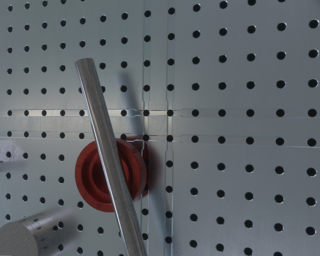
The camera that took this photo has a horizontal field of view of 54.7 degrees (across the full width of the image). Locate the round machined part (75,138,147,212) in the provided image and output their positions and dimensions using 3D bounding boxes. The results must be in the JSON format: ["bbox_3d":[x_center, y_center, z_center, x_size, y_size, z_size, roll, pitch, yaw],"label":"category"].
[{"bbox_3d":[-0.063,0.062,0.426,0.098,0.042,0.097,0,90,20],"label":"round machined part"}]

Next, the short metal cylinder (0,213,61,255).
[{"bbox_3d":[-0.200,0.176,0.470,0.080,0.050,0.080,0,90,20],"label":"short metal cylinder"}]

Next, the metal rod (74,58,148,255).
[{"bbox_3d":[-0.057,0.057,0.387,0.025,0.025,0.299,-18,84,19],"label":"metal rod"}]

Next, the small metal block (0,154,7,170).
[{"bbox_3d":[-0.290,0.049,0.502,0.050,0.050,0.025,44,104,14],"label":"small metal block"}]
